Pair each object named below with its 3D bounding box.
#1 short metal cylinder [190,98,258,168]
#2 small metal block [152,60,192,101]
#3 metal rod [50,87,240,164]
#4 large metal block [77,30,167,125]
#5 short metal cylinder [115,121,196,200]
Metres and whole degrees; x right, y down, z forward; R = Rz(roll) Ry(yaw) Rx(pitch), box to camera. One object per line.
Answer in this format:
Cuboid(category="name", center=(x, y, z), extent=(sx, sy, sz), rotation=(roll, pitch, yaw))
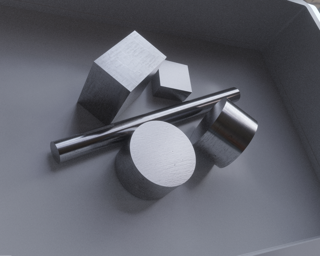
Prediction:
Cuboid(category="short metal cylinder", center=(0.082, 0.006, 0.412), extent=(0.050, 0.080, 0.080), rotation=(37, 51, -4))
Cuboid(category="small metal block", center=(0.016, -0.071, 0.457), extent=(0.050, 0.025, 0.050), rotation=(8, 58, -24))
Cuboid(category="metal rod", center=(0.005, -0.014, 0.417), extent=(0.302, 0.025, 0.025), rotation=(-19, 72, -36))
Cuboid(category="large metal block", center=(-0.048, -0.060, 0.381), extent=(0.050, 0.080, 0.080), rotation=(40, 51, -2))
Cuboid(category="short metal cylinder", center=(-0.006, 0.038, 0.362), extent=(0.081, 0.050, 0.080), rotation=(14, 56, -21))
